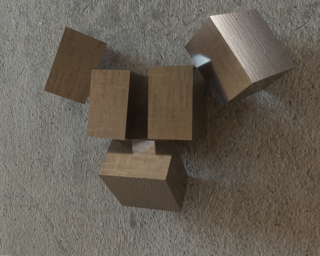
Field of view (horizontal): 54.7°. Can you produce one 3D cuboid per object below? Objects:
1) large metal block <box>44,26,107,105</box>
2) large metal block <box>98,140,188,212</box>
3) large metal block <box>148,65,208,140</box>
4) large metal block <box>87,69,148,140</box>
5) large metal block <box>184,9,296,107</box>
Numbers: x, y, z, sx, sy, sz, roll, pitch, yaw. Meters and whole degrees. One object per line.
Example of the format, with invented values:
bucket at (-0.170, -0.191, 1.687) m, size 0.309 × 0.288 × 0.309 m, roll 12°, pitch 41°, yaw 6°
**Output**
large metal block at (-0.111, -0.083, 0.409) m, size 0.050 × 0.080 × 0.080 m, roll 19°, pitch 98°, yaw -18°
large metal block at (-0.016, 0.059, 0.379) m, size 0.080 × 0.080 × 0.050 m, roll 1°, pitch 51°, yaw 20°
large metal block at (0.024, -0.027, 0.372) m, size 0.050 × 0.080 × 0.079 m, roll 1°, pitch 90°, yaw 20°
large metal block at (-0.047, -0.028, 0.397) m, size 0.050 × 0.080 × 0.079 m, roll 5°, pitch 92°, yaw 19°
large metal block at (0.088, -0.079, 0.343) m, size 0.080 × 0.081 × 0.050 m, roll 61°, pitch 144°, yaw 10°
